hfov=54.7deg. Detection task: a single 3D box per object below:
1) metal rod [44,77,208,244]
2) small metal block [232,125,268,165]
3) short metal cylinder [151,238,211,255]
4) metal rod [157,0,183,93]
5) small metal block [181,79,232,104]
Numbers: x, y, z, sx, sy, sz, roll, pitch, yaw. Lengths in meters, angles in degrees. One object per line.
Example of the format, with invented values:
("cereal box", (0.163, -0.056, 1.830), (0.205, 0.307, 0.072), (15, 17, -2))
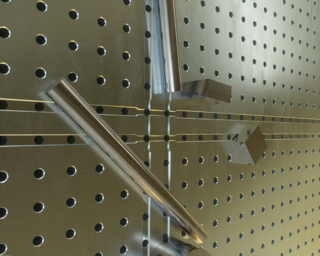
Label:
("metal rod", (-0.025, 0.058, 0.388), (0.300, 0.025, 0.025), (51, 60, -28))
("small metal block", (0.158, 0.029, 0.542), (0.050, 0.025, 0.050), (-44, 116, -31))
("short metal cylinder", (0.028, 0.196, 0.417), (0.081, 0.050, 0.080), (0, 90, -40))
("metal rod", (0.006, -0.197, 0.412), (0.025, 0.025, 0.298), (-9, 96, -40))
("small metal block", (0.067, -0.051, 0.449), (0.050, 0.050, 0.025), (9, 85, -40))
